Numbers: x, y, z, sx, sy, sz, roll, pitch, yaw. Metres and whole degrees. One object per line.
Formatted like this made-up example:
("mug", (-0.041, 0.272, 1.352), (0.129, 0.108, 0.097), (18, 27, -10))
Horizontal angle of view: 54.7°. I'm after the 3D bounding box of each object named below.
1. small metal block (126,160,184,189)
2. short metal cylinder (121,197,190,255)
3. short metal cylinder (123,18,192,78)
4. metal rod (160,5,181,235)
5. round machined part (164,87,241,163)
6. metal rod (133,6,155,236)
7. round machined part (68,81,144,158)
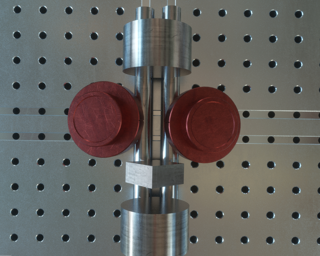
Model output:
("small metal block", (-0.006, 0.055, 0.377), (0.050, 0.050, 0.025), (1, 90, -42))
("short metal cylinder", (-0.006, 0.115, 0.364), (0.081, 0.080, 0.050), (1, 90, 0))
("short metal cylinder", (-0.003, -0.090, 0.363), (0.081, 0.080, 0.050), (1, 90, 0))
("metal rod", (0.013, -0.009, 0.412), (0.025, 0.025, 0.298), (1, 90, 0))
("round machined part", (0.059, -0.004, 0.392), (0.099, 0.042, 0.097), (0, 90, -15))
("metal rod", (-0.022, -0.008, 0.412), (0.025, 0.025, 0.298), (1, 90, 0))
("round machined part", (-0.073, -0.011, 0.392), (0.098, 0.042, 0.097), (0, 90, 14))
